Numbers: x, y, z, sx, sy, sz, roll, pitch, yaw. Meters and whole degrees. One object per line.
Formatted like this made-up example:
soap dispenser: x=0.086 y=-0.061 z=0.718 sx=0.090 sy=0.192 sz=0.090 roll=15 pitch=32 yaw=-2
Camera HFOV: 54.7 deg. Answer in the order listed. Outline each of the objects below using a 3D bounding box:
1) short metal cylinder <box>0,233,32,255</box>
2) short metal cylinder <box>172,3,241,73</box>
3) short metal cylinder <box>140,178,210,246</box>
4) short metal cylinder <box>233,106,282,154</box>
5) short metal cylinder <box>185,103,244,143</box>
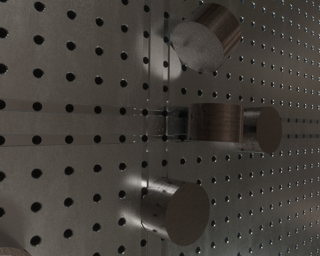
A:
short metal cylinder: x=-0.151 y=0.137 z=0.268 sx=0.081 sy=0.050 sz=0.079 roll=0 pitch=90 yaw=-40
short metal cylinder: x=0.064 y=-0.124 z=0.429 sx=0.050 sy=0.080 sz=0.080 roll=-50 pitch=120 yaw=-28
short metal cylinder: x=0.021 y=0.109 z=0.413 sx=0.081 sy=0.050 sz=0.079 roll=0 pitch=90 yaw=-40
short metal cylinder: x=0.168 y=0.003 z=0.537 sx=0.081 sy=0.050 sz=0.079 roll=0 pitch=90 yaw=-40
short metal cylinder: x=0.077 y=-0.006 z=0.441 sx=0.081 sy=0.080 sz=0.050 roll=5 pitch=87 yaw=-40
